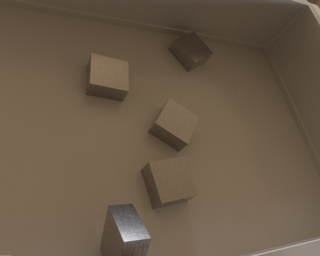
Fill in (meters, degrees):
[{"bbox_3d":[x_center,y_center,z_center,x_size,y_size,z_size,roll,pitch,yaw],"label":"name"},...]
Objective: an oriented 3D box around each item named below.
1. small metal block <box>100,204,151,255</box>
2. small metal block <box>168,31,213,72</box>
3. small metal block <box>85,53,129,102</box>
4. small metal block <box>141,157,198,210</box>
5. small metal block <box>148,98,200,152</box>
[{"bbox_3d":[-0.034,0.108,0.292,0.025,0.050,0.050,3,22,-27],"label":"small metal block"},{"bbox_3d":[0.051,-0.126,0.510,0.050,0.025,0.050,-34,81,-38],"label":"small metal block"},{"bbox_3d":[-0.070,-0.066,0.409,0.050,0.025,0.050,9,58,-23],"label":"small metal block"},{"bbox_3d":[0.011,0.065,0.372,0.050,0.025,0.050,-5,64,-31],"label":"small metal block"},{"bbox_3d":[0.019,-0.004,0.418,0.050,0.025,0.050,33,51,-7],"label":"small metal block"}]
